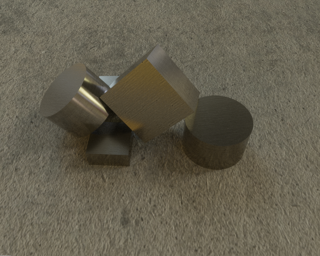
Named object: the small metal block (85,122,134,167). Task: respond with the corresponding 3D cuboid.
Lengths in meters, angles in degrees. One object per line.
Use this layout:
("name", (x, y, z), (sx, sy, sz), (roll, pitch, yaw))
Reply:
("small metal block", (-0.061, 0.020, 0.387), (0.050, 0.025, 0.050), (2, 50, 1))

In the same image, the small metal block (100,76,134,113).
("small metal block", (-0.063, -0.049, 0.445), (0.050, 0.025, 0.050), (-1, 50, -1))

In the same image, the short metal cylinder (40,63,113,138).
("short metal cylinder", (-0.104, -0.035, 0.393), (0.080, 0.050, 0.080), (-24, 45, 27))

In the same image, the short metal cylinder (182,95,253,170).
("short metal cylinder", (0.069, 0.005, 0.385), (0.081, 0.050, 0.080), (0, 50, 0))

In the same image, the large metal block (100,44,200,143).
("large metal block", (-0.011, -0.040, 0.379), (0.080, 0.080, 0.050), (47, 32, -16))
